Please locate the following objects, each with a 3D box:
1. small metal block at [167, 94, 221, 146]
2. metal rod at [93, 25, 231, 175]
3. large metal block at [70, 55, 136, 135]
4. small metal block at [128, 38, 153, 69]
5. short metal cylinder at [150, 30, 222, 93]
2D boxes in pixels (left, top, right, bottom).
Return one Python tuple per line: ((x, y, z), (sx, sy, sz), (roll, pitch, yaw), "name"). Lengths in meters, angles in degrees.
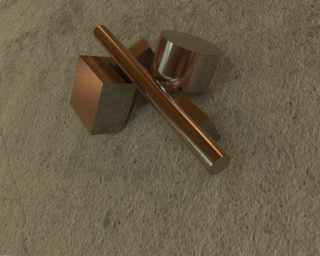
((0.041, -0.006, 0.367), (0.025, 0.050, 0.050), (-42, 51, 0), "small metal block")
((-0.017, -0.056, 0.383), (0.025, 0.025, 0.300), (-40, 51, 1), "metal rod")
((-0.083, -0.047, 0.437), (0.080, 0.050, 0.079), (47, 129, 38), "large metal block")
((-0.029, -0.096, 0.462), (0.050, 0.050, 0.025), (-34, 52, 6), "small metal block")
((0.032, -0.086, 0.397), (0.080, 0.081, 0.050), (45, 129, 39), "short metal cylinder")
